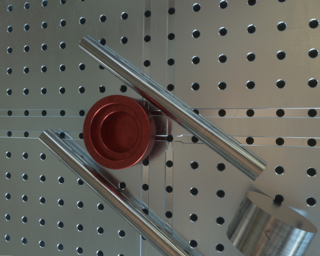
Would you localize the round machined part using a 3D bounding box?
[{"bbox_3d":[-0.051,0.005,0.422,0.098,0.042,0.097,0,90,20],"label":"round machined part"}]

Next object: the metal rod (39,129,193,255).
[{"bbox_3d":[-0.061,0.100,0.434,0.300,0.025,0.025,38,102,16],"label":"metal rod"}]

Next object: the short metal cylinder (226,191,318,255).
[{"bbox_3d":[0.121,0.112,0.341,0.080,0.080,0.050,26,99,18],"label":"short metal cylinder"}]

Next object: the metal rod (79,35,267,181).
[{"bbox_3d":[0.006,-0.035,0.410,0.300,0.025,0.025,38,102,16],"label":"metal rod"}]

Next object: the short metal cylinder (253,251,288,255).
[{"bbox_3d":[0.131,0.190,0.353,0.080,0.050,0.080,0,90,20],"label":"short metal cylinder"}]
